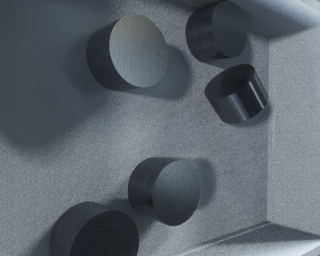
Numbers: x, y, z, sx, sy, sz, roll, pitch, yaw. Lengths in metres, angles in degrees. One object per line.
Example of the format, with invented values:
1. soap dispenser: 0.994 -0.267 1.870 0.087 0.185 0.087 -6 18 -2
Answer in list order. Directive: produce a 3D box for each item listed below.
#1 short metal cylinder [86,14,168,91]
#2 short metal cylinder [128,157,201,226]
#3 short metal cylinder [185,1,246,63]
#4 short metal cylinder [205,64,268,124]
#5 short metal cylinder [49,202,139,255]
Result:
1. short metal cylinder: -0.037 -0.085 0.361 0.081 0.050 0.079 0 90 -40
2. short metal cylinder: 0.006 0.079 0.398 0.081 0.050 0.079 0 90 -40
3. short metal cylinder: 0.084 -0.141 0.463 0.081 0.050 0.079 0 91 -40
4. short metal cylinder: 0.115 -0.052 0.470 0.080 0.080 0.050 -53 121 -27
5. short metal cylinder: -0.070 0.124 0.334 0.081 0.050 0.079 0 90 -40
